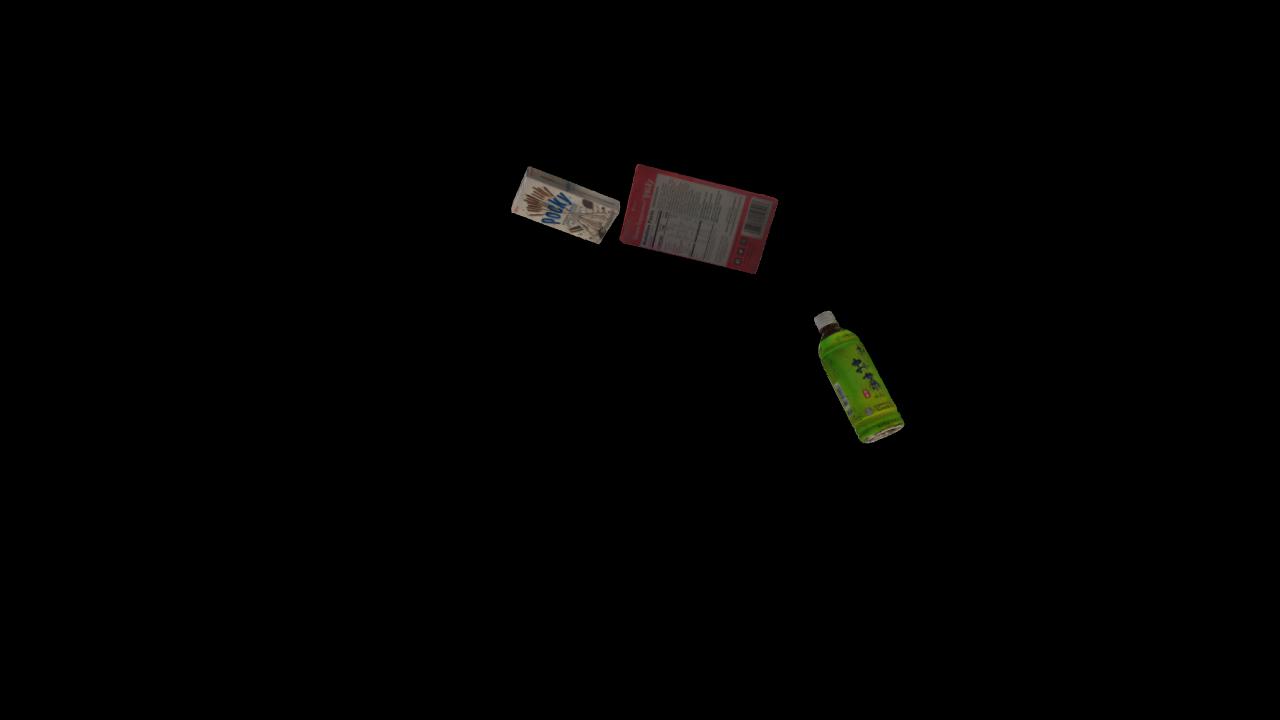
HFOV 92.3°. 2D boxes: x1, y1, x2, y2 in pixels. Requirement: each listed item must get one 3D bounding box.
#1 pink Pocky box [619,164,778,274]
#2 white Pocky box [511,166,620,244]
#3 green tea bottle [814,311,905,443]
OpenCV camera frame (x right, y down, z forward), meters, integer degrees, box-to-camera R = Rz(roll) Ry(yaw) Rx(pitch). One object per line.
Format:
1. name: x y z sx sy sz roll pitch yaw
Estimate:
1. pink Pocky box: 0.062 -0.151 0.663 0.155 0.084 0.029 12 20 -6
2. white Pocky box: -0.117 -0.242 0.970 0.154 0.028 0.084 16 -36 -21
3. green tea bottle: 0.326 0.020 0.949 0.073 0.212 0.073 -19 -21 -8
